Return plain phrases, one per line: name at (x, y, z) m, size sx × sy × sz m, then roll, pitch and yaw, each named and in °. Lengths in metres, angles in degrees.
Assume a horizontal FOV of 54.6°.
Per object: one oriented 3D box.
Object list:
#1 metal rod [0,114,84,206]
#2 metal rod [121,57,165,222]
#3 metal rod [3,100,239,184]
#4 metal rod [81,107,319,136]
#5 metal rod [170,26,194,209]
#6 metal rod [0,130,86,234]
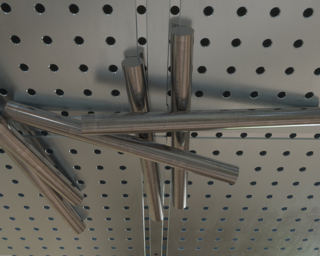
metal rod at (-0.188, 0.021, 0.406) m, size 0.025 × 0.025 × 0.299 m, roll -16°, pitch 135°, yaw 13°
metal rod at (-0.018, 0.039, 0.444) m, size 0.025 × 0.025 × 0.298 m, roll -4°, pitch 130°, yaw 3°
metal rod at (-0.046, 0.019, 0.397) m, size 0.301 × 0.025 × 0.025 m, roll 16°, pitch 129°, yaw -2°
metal rod at (0.061, -0.009, 0.375) m, size 0.302 × 0.025 × 0.025 m, roll -2°, pitch 131°, yaw -10°
metal rod at (0.028, 0.012, 0.421) m, size 0.025 × 0.025 × 0.298 m, roll -1°, pitch 130°, yaw 1°
metal rod at (-0.187, 0.073, 0.471) m, size 0.025 × 0.025 × 0.299 m, roll -12°, pitch 129°, yaw 10°
